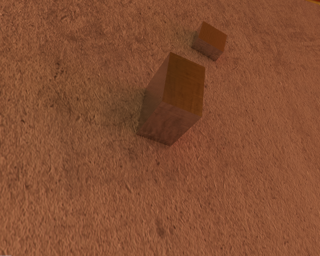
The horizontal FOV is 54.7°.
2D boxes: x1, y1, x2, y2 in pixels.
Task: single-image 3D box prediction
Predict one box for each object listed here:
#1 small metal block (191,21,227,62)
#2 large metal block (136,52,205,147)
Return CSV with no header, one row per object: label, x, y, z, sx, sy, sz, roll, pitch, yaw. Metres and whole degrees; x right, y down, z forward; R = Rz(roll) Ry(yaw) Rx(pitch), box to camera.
small metal block,0.087,-0.152,0.543,0.050,0.025,0.050,27,52,-12
large metal block,0.013,-0.035,0.397,0.050,0.080,0.080,21,54,-16
